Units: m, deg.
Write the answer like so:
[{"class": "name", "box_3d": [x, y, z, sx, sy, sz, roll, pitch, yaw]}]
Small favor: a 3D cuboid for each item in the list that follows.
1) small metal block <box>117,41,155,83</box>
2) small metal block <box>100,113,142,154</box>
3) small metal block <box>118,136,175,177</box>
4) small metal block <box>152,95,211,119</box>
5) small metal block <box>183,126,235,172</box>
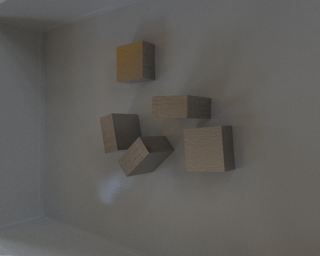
[{"class": "small metal block", "box_3d": [-0.034, -0.090, 0.433, 0.050, 0.025, 0.050, -1, 90, 39]}, {"class": "small metal block", "box_3d": [-0.053, 0.007, 0.432, 0.025, 0.050, 0.050, -17, 79, 38]}, {"class": "small metal block", "box_3d": [-0.018, 0.036, 0.403, 0.050, 0.050, 0.025, -48, 62, 29]}, {"class": "small metal block", "box_3d": [0.026, -0.024, 0.368, 0.050, 0.050, 0.025, 2, 92, 39]}, {"class": "small metal block", "box_3d": [0.057, 0.024, 0.359, 0.050, 0.025, 0.050, -6, 86, 39]}]
